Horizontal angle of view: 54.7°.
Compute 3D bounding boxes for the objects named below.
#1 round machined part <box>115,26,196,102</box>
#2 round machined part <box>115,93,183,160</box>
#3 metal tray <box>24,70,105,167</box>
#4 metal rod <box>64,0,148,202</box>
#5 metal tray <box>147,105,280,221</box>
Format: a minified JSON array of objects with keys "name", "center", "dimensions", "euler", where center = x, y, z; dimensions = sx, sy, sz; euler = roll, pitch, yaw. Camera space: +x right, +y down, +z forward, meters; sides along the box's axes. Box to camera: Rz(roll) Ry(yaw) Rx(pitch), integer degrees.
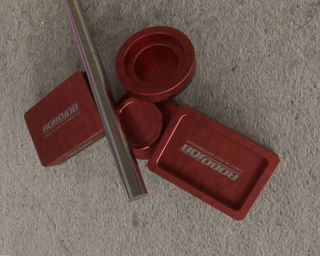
[{"name":"round machined part","center":[-0.003,-0.076,0.391],"dimensions":[0.098,0.042,0.098],"euler":[-4,67,11]},{"name":"round machined part","center":[-0.022,-0.007,0.409],"dimensions":[0.098,0.042,0.097],"euler":[0,90,20]},{"name":"metal tray","center":[-0.131,-0.011,0.442],"dimensions":[0.130,0.030,0.090],"euler":[-31,77,26]},{"name":"metal rod","center":[-0.076,-0.051,0.402],"dimensions":[0.025,0.025,0.299],"euler":[-29,68,17]},{"name":"metal tray","center":[0.062,0.039,0.374],"dimensions":[0.130,0.030,0.090],"euler":[29,99,7]}]
